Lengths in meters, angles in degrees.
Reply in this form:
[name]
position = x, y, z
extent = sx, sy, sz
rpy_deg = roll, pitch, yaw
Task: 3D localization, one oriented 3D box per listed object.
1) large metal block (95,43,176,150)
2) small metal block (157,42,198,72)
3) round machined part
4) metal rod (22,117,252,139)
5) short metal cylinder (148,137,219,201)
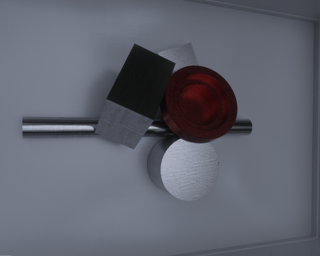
[large metal block]
position = -0.030, -0.033, 0.354
extent = 0.050, 0.080, 0.080
rpy_deg = 25, 59, -8
[small metal block]
position = 0.023, -0.082, 0.419
extent = 0.050, 0.025, 0.050
rpy_deg = -22, 98, -19
[round machined part]
position = 0.046, -0.027, 0.398
extent = 0.099, 0.042, 0.098
rpy_deg = 6, 70, -18
[metal rod]
position = -0.013, -0.001, 0.403
extent = 0.303, 0.025, 0.025
rpy_deg = 0, 90, -21
[short metal cylinder]
position = 0.030, 0.050, 0.407
extent = 0.081, 0.050, 0.079
rpy_deg = 0, 90, -21
